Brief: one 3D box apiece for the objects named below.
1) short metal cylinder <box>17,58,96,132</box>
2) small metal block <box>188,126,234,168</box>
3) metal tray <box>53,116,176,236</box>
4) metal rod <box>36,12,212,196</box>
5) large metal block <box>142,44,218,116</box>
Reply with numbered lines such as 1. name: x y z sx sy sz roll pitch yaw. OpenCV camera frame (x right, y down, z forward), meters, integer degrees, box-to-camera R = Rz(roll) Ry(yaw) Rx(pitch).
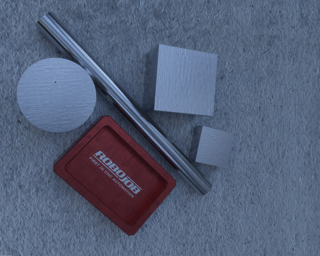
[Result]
1. short metal cylinder: -0.117 -0.035 0.354 0.081 0.050 0.079 0 90 -21
2. small metal block: 0.071 0.027 0.439 0.050 0.025 0.050 14 85 -20
3. metal tray: -0.054 0.059 0.388 0.130 0.030 0.090 46 76 -15
4. metal rod: -0.036 -0.020 0.397 0.025 0.025 0.300 -47 105 -14
5. large metal block: 0.025 -0.058 0.407 0.081 0.050 0.080 5 89 -20
